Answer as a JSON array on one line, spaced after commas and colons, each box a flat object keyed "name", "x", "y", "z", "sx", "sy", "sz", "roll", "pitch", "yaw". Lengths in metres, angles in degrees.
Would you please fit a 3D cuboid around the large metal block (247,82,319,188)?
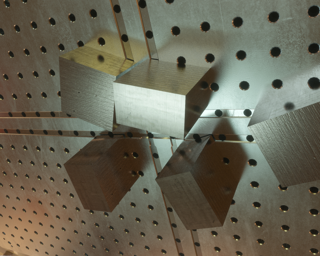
[{"name": "large metal block", "x": 0.150, "y": 0.007, "z": 0.320, "sx": 0.080, "sy": 0.050, "sz": 0.080, "roll": -23, "pitch": 106, "yaw": 36}]

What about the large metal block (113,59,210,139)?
[{"name": "large metal block", "x": 0.005, "y": -0.037, "z": 0.351, "sx": 0.080, "sy": 0.080, "sz": 0.050, "roll": 13, "pitch": 124, "yaw": 21}]

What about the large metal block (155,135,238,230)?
[{"name": "large metal block", "x": 0.050, "y": 0.068, "z": 0.392, "sx": 0.050, "sy": 0.080, "sz": 0.080, "roll": -20, "pitch": 108, "yaw": 36}]

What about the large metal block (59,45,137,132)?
[{"name": "large metal block", "x": -0.081, "y": -0.053, "z": 0.406, "sx": 0.080, "sy": 0.050, "sz": 0.079, "roll": 21, "pitch": 127, "yaw": 15}]

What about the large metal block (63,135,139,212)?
[{"name": "large metal block", "x": -0.084, "y": 0.065, "z": 0.461, "sx": 0.050, "sy": 0.080, "sz": 0.080, "roll": -2, "pitch": 117, "yaw": 29}]
